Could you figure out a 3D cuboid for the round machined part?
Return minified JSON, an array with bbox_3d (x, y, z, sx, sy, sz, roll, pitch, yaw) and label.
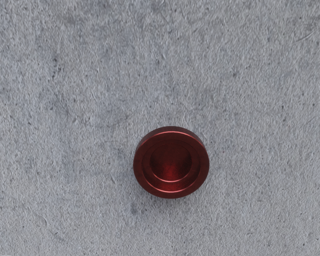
[{"bbox_3d":[0.014,0.042,0.418,0.099,0.042,0.097,0,110,-1],"label":"round machined part"}]
